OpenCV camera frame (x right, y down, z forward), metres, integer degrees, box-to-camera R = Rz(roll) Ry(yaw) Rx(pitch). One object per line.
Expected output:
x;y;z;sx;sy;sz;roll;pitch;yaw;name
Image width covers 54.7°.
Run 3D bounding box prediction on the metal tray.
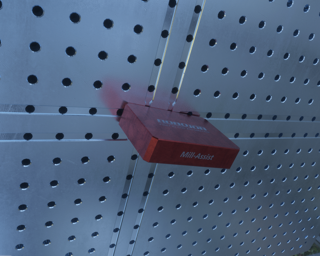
0.024;0.011;0.390;0.131;0.090;0.030;9;114;-33;metal tray
